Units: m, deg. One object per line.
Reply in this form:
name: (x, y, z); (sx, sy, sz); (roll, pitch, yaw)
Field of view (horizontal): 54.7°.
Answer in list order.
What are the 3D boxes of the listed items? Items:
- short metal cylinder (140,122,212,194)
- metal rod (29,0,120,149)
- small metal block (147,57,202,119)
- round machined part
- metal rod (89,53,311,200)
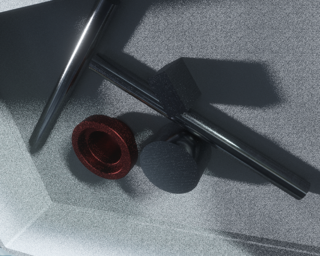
short metal cylinder: (0.021, 0.038, 0.404); (0.080, 0.050, 0.079); (13, 124, 20)
metal rod: (-0.134, -0.060, 0.439); (0.025, 0.025, 0.298); (42, 129, -1)
small metal block: (0.018, -0.047, 0.353); (0.025, 0.050, 0.050); (-21, 107, 35)
round machined part: (-0.075, 0.023, 0.450); (0.098, 0.042, 0.097); (13, 124, 20)
metal rod: (0.043, -0.005, 0.381); (0.301, 0.025, 0.025); (32, 128, 6)
